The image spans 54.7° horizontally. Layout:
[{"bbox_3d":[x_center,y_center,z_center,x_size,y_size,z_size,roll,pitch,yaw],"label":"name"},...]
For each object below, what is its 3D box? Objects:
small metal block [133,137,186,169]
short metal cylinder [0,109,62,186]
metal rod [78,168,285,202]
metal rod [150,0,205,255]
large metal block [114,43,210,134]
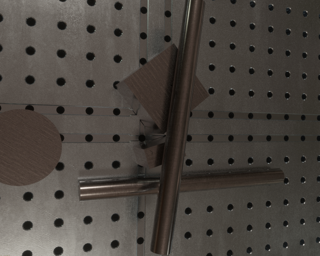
[{"bbox_3d":[-0.002,0.030,0.400,0.050,0.050,0.025,-17,96,-20],"label":"small metal block"},{"bbox_3d":[-0.152,0.020,0.343,0.081,0.050,0.079,0,90,-20],"label":"short metal cylinder"},{"bbox_3d":[0.044,0.076,0.430,0.303,0.025,0.025,0,90,-21],"label":"metal rod"},{"bbox_3d":[0.022,-0.005,0.368,0.025,0.025,0.298,9,87,-20],"label":"metal rod"},{"bbox_3d":[0.002,-0.049,0.401,0.080,0.050,0.080,-40,103,-16],"label":"large metal block"}]
